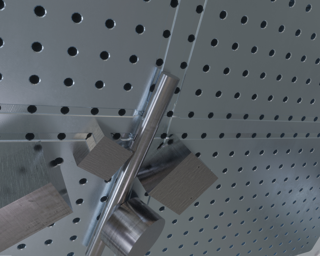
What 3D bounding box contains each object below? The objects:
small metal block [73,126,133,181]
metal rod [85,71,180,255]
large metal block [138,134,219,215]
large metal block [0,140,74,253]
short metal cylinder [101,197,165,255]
[{"bbox_3d":[-0.072,0.033,0.393,0.050,0.025,0.050,-48,129,6],"label":"small metal block"},{"bbox_3d":[-0.045,0.064,0.426,0.025,0.025,0.298,11,113,-33],"label":"metal rod"},{"bbox_3d":[0.025,0.069,0.451,0.080,0.050,0.080,-44,130,2],"label":"large metal block"},{"bbox_3d":[-0.150,0.070,0.337,0.080,0.080,0.050,-28,128,-11],"label":"large metal block"},{"bbox_3d":[-0.038,0.148,0.447,0.080,0.050,0.080,-40,150,-29],"label":"short metal cylinder"}]
